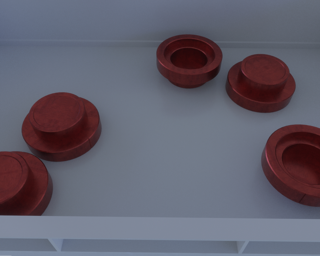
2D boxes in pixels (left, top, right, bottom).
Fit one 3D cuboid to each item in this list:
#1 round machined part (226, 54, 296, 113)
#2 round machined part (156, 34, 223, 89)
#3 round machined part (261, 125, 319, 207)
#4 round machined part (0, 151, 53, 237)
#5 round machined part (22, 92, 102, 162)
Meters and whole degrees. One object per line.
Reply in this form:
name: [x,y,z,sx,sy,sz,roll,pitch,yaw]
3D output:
round machined part: [0.149,-0.072,0.455,0.099,0.042,0.098,0,50,0]
round machined part: [0.044,-0.099,0.477,0.099,0.042,0.098,0,50,0]
round machined part: [0.166,0.046,0.356,0.099,0.042,0.098,0,50,0]
round machined part: [-0.173,0.064,0.339,0.099,0.042,0.098,0,50,0]
round machined part: [-0.128,-0.008,0.400,0.099,0.042,0.098,0,50,0]
